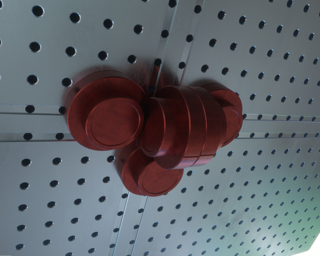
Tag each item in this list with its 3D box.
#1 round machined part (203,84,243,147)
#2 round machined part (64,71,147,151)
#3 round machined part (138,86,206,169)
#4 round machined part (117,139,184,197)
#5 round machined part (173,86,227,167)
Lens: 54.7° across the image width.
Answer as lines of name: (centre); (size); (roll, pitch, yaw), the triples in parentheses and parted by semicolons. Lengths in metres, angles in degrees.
round machined part: (0.077, -0.010, 0.437); (0.099, 0.042, 0.097); (-14, 125, -21)
round machined part: (-0.058, -0.014, 0.361); (0.099, 0.042, 0.097); (-14, 125, -21)
round machined part: (0.006, -0.001, 0.360); (0.042, 0.098, 0.097); (1, 118, -30)
round machined part: (-0.006, 0.057, 0.433); (0.099, 0.042, 0.097); (-14, 125, -21)
round machined part: (0.045, -0.002, 0.382); (0.042, 0.098, 0.097); (-1, 119, -29)
